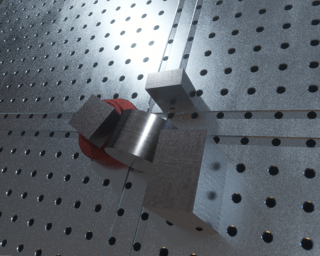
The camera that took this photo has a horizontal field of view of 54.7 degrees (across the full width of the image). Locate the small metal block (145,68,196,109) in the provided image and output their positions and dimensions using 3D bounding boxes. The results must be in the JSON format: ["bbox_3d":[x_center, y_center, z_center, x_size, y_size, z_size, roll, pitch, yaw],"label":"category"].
[{"bbox_3d":[0.015,-0.051,0.415,0.050,0.050,0.025,-4,60,26],"label":"small metal block"}]

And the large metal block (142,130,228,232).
[{"bbox_3d":[0.031,0.055,0.322,0.050,0.080,0.080,0,62,28],"label":"large metal block"}]

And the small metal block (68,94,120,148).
[{"bbox_3d":[-0.083,-0.010,0.402,0.050,0.025,0.050,32,79,37],"label":"small metal block"}]

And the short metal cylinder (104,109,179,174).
[{"bbox_3d":[-0.018,0.019,0.369,0.080,0.080,0.050,11,68,32],"label":"short metal cylinder"}]

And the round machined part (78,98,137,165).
[{"bbox_3d":[-0.075,-0.001,0.436,0.098,0.042,0.098,-13,56,20],"label":"round machined part"}]
